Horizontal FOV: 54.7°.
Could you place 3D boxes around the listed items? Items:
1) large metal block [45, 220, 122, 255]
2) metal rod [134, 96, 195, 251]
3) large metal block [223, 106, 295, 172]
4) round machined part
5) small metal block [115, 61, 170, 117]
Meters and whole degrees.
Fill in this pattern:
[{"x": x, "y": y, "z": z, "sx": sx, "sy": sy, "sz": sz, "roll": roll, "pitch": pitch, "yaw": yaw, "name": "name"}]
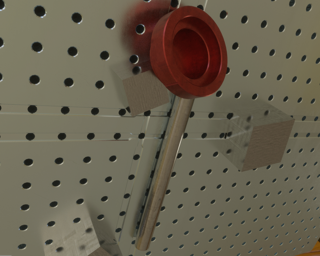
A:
[{"x": -0.108, "y": 0.197, "z": 0.458, "sx": 0.080, "sy": 0.050, "sz": 0.080, "roll": -35, "pitch": 129, "yaw": -5, "name": "large metal block"}, {"x": 0.005, "y": 0.064, "z": 0.453, "sx": 0.025, "sy": 0.025, "sz": 0.298, "roll": 1, "pitch": 118, "yaw": -29, "name": "metal rod"}, {"x": 0.153, "y": 0.015, "z": 0.488, "sx": 0.081, "sy": 0.050, "sz": 0.079, "roll": -9, "pitch": 122, "yaw": -24, "name": "large metal block"}, {"x": 0.028, "y": -0.080, "z": 0.346, "sx": 0.099, "sy": 0.042, "sz": 0.097, "roll": 4, "pitch": 84, "yaw": -39, "name": "round machined part"}, {"x": -0.020, "y": -0.048, "z": 0.370, "sx": 0.050, "sy": 0.025, "sz": 0.050, "roll": -23, "pitch": 127, "yaw": -15, "name": "small metal block"}]
